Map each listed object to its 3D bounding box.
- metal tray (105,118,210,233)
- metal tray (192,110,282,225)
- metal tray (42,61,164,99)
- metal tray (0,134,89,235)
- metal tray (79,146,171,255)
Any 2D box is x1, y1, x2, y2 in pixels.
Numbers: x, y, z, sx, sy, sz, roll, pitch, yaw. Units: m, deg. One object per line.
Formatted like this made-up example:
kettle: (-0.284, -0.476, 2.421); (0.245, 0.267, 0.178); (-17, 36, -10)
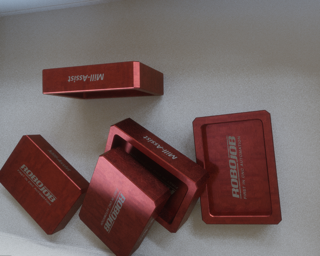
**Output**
metal tray: (-0.013, 0.058, 0.387); (0.130, 0.030, 0.089); (34, 126, 21)
metal tray: (0.092, 0.048, 0.374); (0.090, 0.030, 0.129); (-6, 88, 19)
metal tray: (-0.070, -0.058, 0.399); (0.130, 0.090, 0.030); (-1, 90, 19)
metal tray: (-0.176, 0.083, 0.468); (0.130, 0.030, 0.090); (40, 102, 15)
metal tray: (-0.050, 0.098, 0.392); (0.090, 0.030, 0.129); (38, 127, 18)
